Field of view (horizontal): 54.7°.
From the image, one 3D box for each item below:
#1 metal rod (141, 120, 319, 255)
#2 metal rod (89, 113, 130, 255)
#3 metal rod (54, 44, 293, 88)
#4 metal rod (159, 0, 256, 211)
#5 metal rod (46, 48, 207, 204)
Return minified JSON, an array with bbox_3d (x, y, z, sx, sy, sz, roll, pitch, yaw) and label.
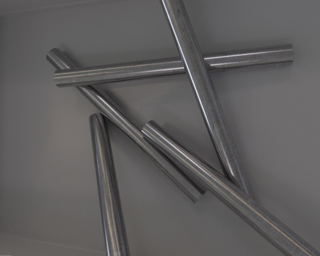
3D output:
[{"bbox_3d":[0.092,0.086,0.343,0.300,0.025,0.025,39,102,23],"label":"metal rod"},{"bbox_3d":[-0.054,0.101,0.354,0.025,0.025,0.299,-31,51,17],"label":"metal rod"},{"bbox_3d":[0.006,-0.076,0.393,0.301,0.025,0.025,-3,89,14],"label":"metal rod"},{"bbox_3d":[0.055,-0.035,0.362,0.025,0.025,0.299,-19,95,19],"label":"metal rod"},{"bbox_3d":[-0.054,-0.012,0.429,0.300,0.025,0.025,43,103,15],"label":"metal rod"}]
